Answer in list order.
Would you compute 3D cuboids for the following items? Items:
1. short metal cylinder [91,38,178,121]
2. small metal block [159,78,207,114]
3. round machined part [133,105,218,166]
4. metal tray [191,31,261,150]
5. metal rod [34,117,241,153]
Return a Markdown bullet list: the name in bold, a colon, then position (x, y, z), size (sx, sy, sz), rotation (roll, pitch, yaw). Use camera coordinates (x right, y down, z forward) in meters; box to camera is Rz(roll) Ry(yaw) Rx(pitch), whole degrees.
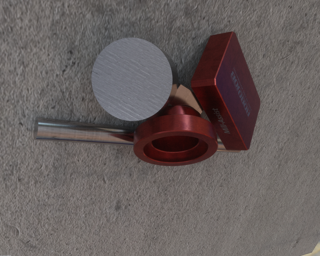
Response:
- **short metal cylinder**: position (-0.024, -0.050, 0.323), size (0.080, 0.050, 0.079), rotation (1, 98, 9)
- **small metal block**: position (0.023, -0.041, 0.377), size (0.050, 0.050, 0.025), rotation (26, 104, -37)
- **round machined part**: position (0.018, 0.008, 0.372), size (0.099, 0.042, 0.098), rotation (-2, 151, -1)
- **metal tray**: position (0.090, -0.043, 0.394), size (0.130, 0.030, 0.090), rotation (54, 48, -40)
- **metal rod**: position (-0.006, 0.014, 0.414), size (0.302, 0.025, 0.025), rotation (6, 116, -31)
